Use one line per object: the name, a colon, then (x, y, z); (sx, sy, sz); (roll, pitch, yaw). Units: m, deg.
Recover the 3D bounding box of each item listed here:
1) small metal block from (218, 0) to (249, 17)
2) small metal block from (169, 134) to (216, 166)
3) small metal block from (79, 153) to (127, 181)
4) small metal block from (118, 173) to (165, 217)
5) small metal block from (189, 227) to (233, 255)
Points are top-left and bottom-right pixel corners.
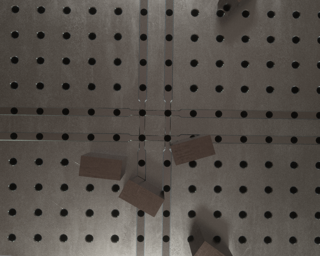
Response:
small metal block: (0.107, -0.179, 0.402); (0.050, 0.050, 0.025); (-41, 90, 0)
small metal block: (0.040, 0.027, 0.401); (0.050, 0.050, 0.025); (-16, 90, 0)
small metal block: (-0.072, 0.048, 0.400); (0.050, 0.050, 0.025); (7, 90, -1)
small metal block: (-0.023, 0.085, 0.401); (0.050, 0.050, 0.025); (30, 90, -1)
small metal block: (0.067, 0.162, 0.402); (0.050, 0.050, 0.025); (36, 90, -1)
